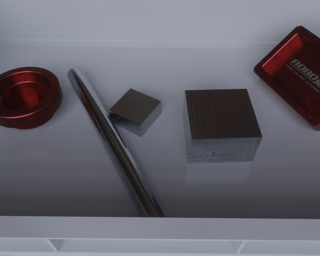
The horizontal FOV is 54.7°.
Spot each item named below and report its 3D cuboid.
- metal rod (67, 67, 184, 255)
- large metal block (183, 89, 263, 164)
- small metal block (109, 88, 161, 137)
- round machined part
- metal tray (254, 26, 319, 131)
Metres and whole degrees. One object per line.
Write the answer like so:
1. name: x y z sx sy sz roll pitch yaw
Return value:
1. metal rod: -0.058 0.019 0.388 0.025 0.025 0.300 -22 54 -18
2. large metal block: 0.074 -0.003 0.393 0.081 0.050 0.080 -2 50 -2
3. small metal block: -0.033 -0.022 0.423 0.050 0.025 0.050 25 54 19
4. round machined part: -0.183 -0.036 0.422 0.099 0.042 0.098 0 50 0
5. metal tray: 0.207 -0.071 0.430 0.090 0.030 0.130 -45 54 16
